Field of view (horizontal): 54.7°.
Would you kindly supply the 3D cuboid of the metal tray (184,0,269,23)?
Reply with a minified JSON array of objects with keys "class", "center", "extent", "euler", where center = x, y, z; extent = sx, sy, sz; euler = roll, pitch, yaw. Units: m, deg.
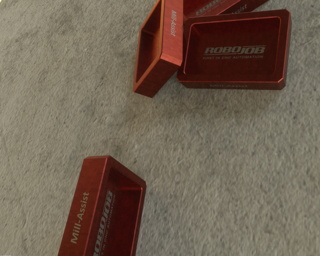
[{"class":"metal tray","center":[0.088,-0.195,0.472],"extent":[0.130,0.030,0.090],"euler":[-31,52,7]}]

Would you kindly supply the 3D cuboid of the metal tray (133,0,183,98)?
[{"class":"metal tray","center":[-0.003,-0.119,0.442],"extent":[0.090,0.030,0.130],"euler":[-43,37,51]}]

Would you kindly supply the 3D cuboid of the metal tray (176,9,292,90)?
[{"class":"metal tray","center":[0.092,-0.096,0.391],"extent":[0.130,0.030,0.090],"euler":[5,81,27]}]

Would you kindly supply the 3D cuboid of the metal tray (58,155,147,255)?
[{"class":"metal tray","center":[-0.056,0.105,0.326],"extent":[0.030,0.090,0.130],"euler":[-5,59,25]}]
